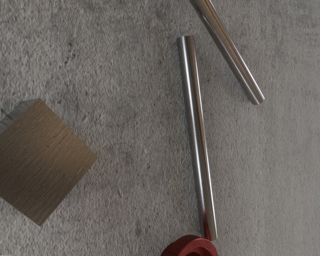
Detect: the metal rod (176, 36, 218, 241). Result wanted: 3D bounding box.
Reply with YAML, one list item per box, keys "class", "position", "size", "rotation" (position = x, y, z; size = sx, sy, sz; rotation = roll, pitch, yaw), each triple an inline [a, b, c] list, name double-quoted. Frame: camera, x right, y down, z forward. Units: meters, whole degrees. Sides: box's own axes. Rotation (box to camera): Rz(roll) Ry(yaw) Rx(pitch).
- class: "metal rod"
  position: [0.056, 0.019, 0.453]
  size: [0.025, 0.025, 0.298]
  rotation: [-13, 99, -40]

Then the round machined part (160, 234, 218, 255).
- class: "round machined part"
  position: [0.033, 0.196, 0.425]
  size: [0.099, 0.042, 0.097]
  rotation: [0, 90, -40]

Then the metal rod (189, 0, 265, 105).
- class: "metal rod"
  position: [0.092, -0.136, 0.463]
  size: [0.300, 0.025, 0.025]
  rotation: [45, 63, -38]

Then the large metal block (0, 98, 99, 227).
- class: "large metal block"
  position: [-0.121, 0.030, 0.289]
  size: [0.080, 0.050, 0.080]
  rotation: [52, 59, -28]
